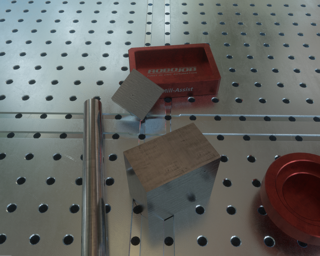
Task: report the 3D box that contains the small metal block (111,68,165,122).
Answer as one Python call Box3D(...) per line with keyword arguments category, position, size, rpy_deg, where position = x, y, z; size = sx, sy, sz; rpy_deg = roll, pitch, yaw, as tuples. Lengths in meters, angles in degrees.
Box3D(category="small metal block", position=(-0.030, -0.044, 0.420), size=(0.050, 0.025, 0.050), rpy_deg=(36, 84, -1))

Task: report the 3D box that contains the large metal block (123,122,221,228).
Box3D(category="large metal block", position=(0.011, 0.051, 0.329), size=(0.081, 0.080, 0.050), rpy_deg=(-22, 54, -18))

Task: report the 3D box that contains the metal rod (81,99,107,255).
Box3D(category="metal rod", position=(-0.072, 0.081, 0.338), size=(0.025, 0.025, 0.300), rpy_deg=(-6, 50, -6))

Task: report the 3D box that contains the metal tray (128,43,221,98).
Box3D(category="metal tray", position=(0.019, -0.089, 0.479), size=(0.131, 0.030, 0.090), rpy_deg=(-5, 50, -5))

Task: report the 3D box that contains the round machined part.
Box3D(category="round machined part", position=(0.158, 0.078, 0.333), size=(0.099, 0.042, 0.098), rpy_deg=(0, 50, 0))
